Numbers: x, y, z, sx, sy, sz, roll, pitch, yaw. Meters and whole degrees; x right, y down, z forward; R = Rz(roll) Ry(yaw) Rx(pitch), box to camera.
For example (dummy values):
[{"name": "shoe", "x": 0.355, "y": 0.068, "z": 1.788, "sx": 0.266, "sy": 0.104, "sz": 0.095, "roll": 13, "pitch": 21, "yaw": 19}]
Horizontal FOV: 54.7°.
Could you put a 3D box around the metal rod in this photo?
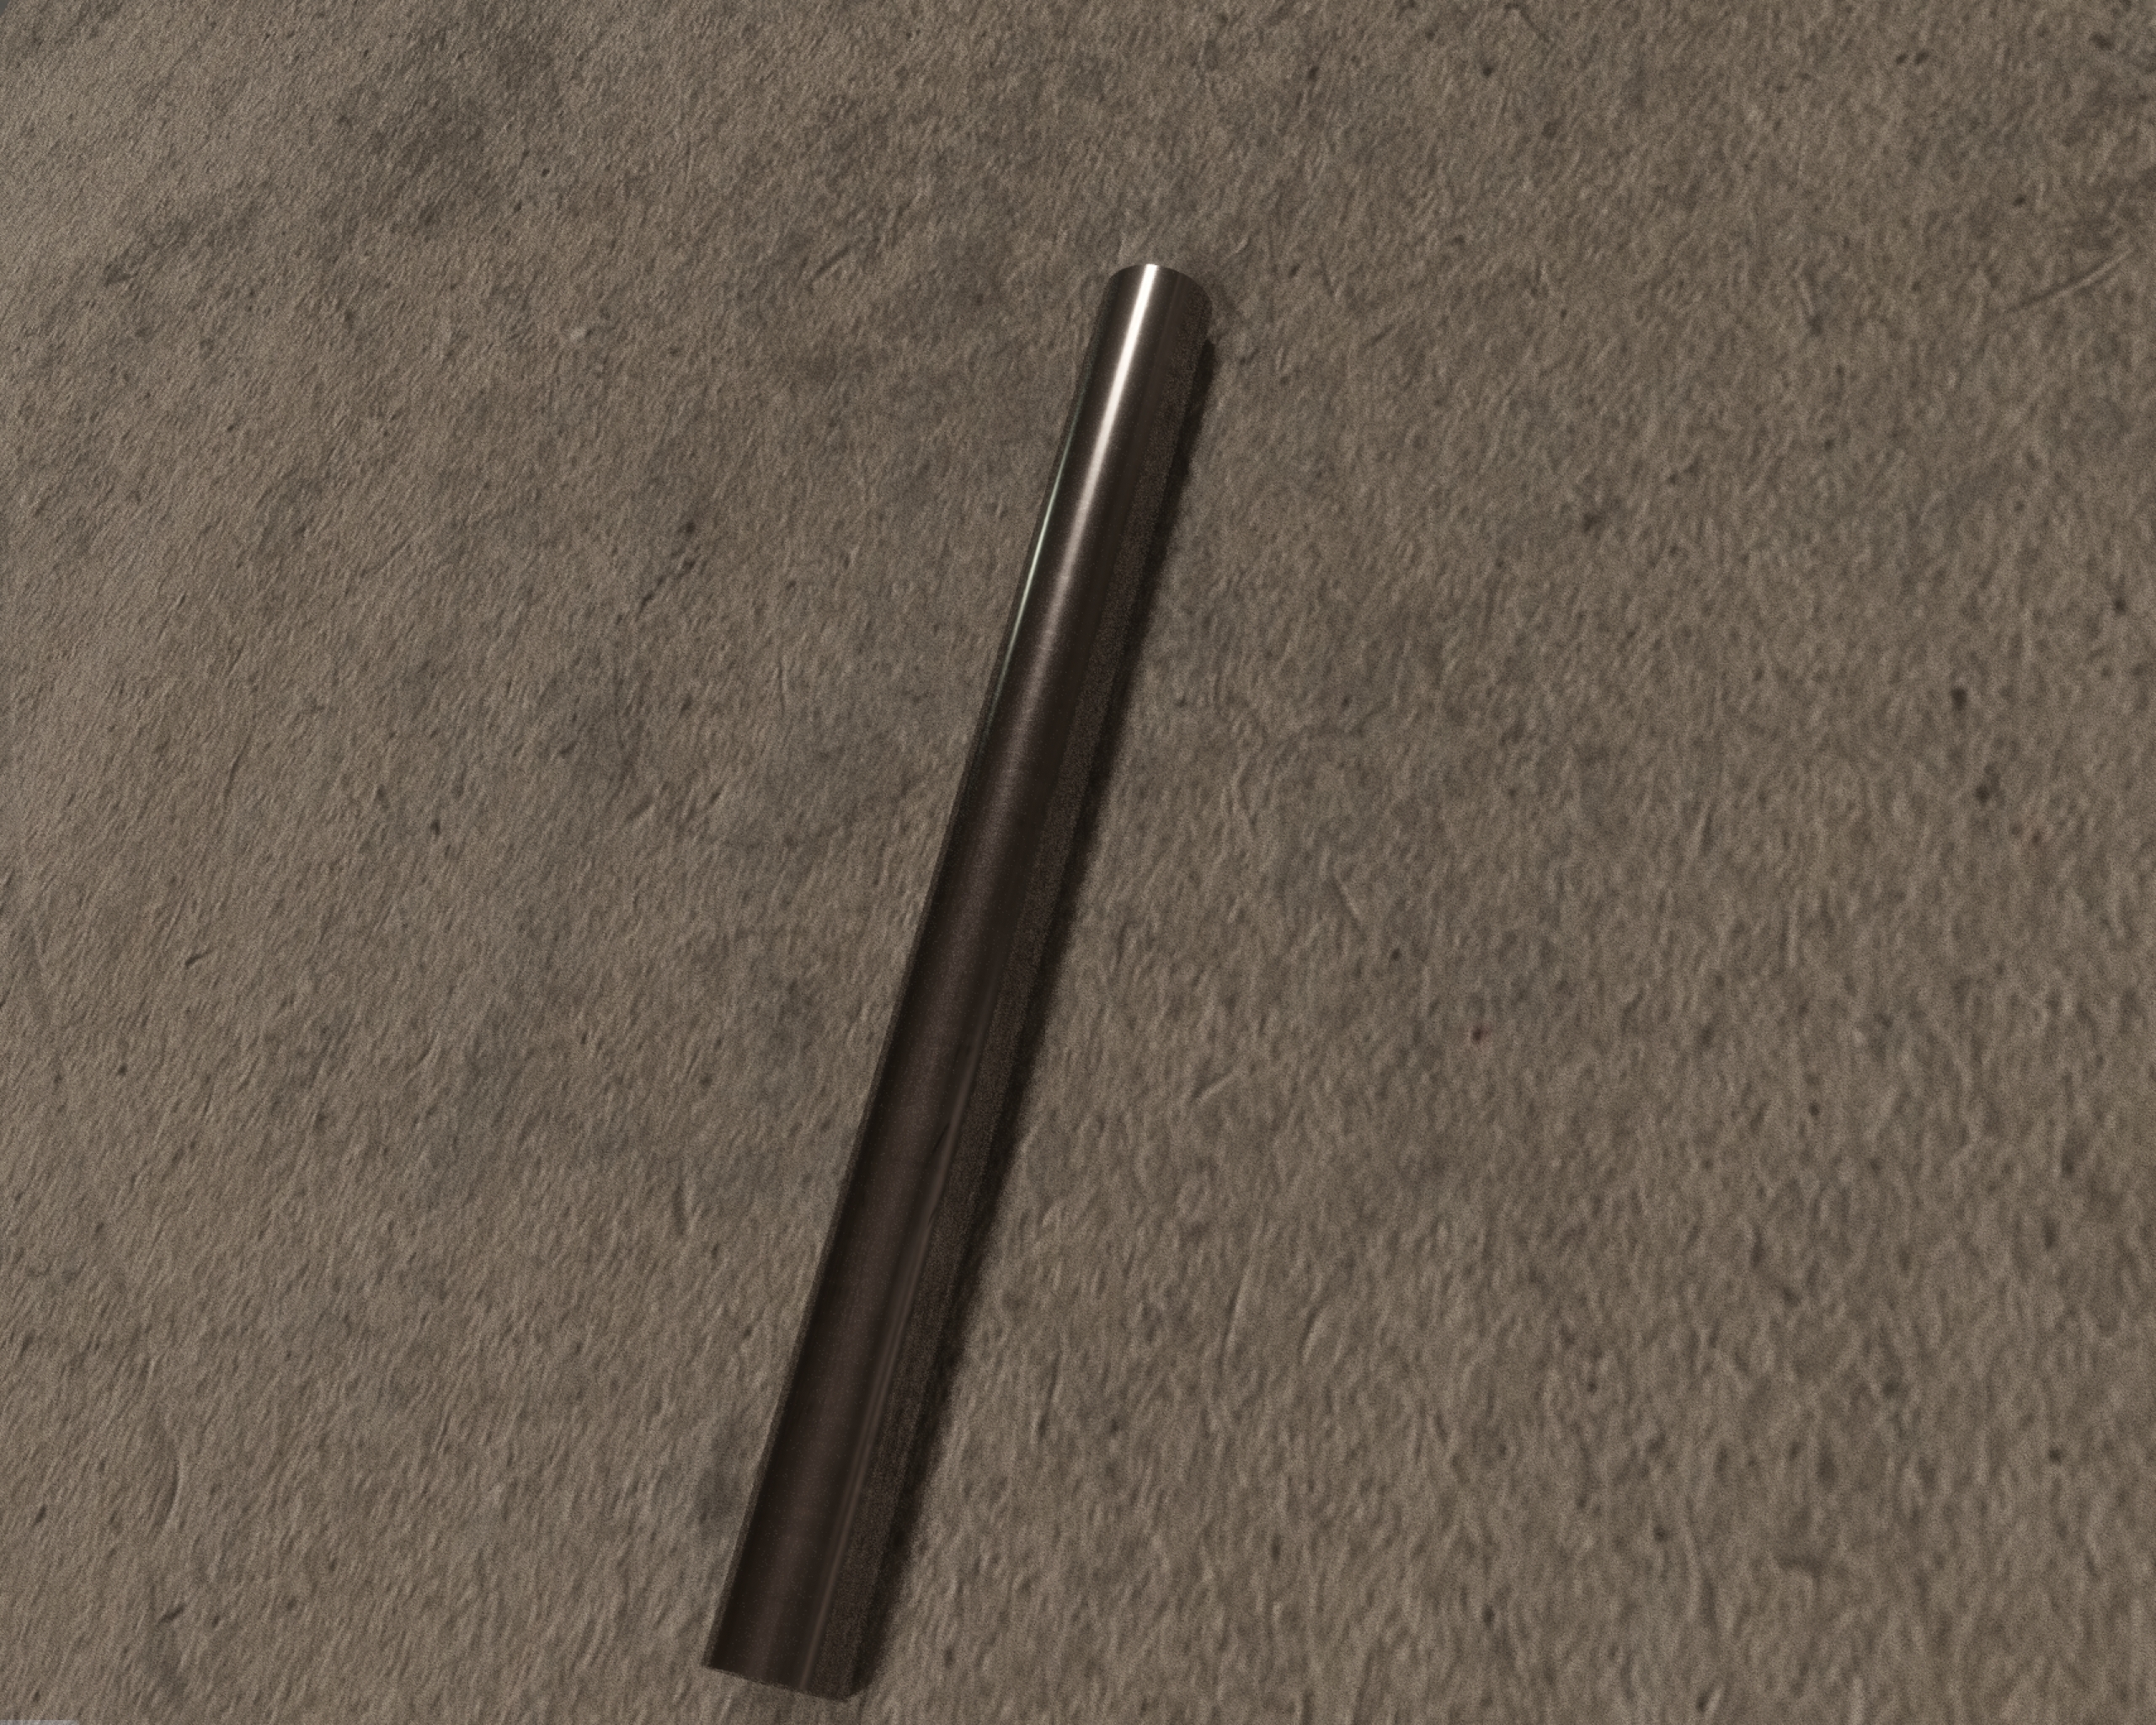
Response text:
[{"name": "metal rod", "x": -0.016, "y": 0.005, "z": 0.409, "sx": 0.025, "sy": 0.025, "sz": 0.300, "roll": 0, "pitch": 62, "yaw": 28}]
